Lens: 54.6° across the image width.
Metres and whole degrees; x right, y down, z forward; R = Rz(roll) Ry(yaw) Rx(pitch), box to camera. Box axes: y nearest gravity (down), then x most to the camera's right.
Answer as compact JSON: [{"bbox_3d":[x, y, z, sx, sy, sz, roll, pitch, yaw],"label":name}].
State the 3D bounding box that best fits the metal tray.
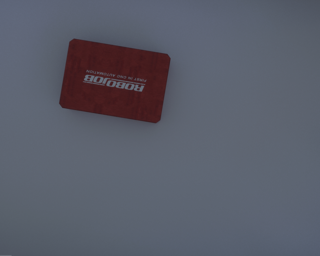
[{"bbox_3d":[-0.057,-0.060,0.409,0.131,0.030,0.090,9,90,0],"label":"metal tray"}]
